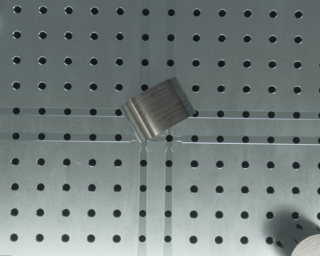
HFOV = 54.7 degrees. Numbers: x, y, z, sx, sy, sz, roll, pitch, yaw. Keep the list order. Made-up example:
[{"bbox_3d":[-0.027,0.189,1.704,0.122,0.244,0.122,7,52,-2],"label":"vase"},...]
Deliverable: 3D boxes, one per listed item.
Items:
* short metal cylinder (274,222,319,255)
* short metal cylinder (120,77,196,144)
[{"bbox_3d":[0.198,0.169,0.402,0.081,0.050,0.079,0,90,0],"label":"short metal cylinder"},{"bbox_3d":[-0.003,-0.021,0.386,0.080,0.080,0.050,-29,90,0],"label":"short metal cylinder"}]
